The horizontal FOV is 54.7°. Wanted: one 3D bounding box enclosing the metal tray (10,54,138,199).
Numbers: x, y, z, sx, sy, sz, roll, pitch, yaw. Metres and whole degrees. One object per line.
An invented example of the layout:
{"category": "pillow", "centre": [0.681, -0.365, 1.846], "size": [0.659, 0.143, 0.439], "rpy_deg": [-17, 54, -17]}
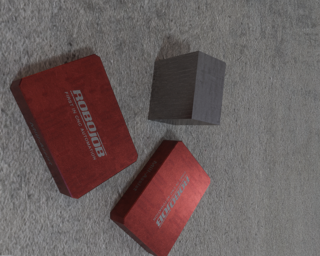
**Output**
{"category": "metal tray", "centre": [-0.085, -0.003, 0.331], "size": [0.091, 0.030, 0.129], "rpy_deg": [-31, 110, -36]}

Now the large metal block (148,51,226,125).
{"category": "large metal block", "centre": [0.033, -0.047, 0.399], "size": [0.050, 0.080, 0.080], "rpy_deg": [11, 83, -40]}

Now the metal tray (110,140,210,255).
{"category": "metal tray", "centre": [0.006, 0.091, 0.409], "size": [0.090, 0.030, 0.130], "rpy_deg": [52, 59, -27]}
